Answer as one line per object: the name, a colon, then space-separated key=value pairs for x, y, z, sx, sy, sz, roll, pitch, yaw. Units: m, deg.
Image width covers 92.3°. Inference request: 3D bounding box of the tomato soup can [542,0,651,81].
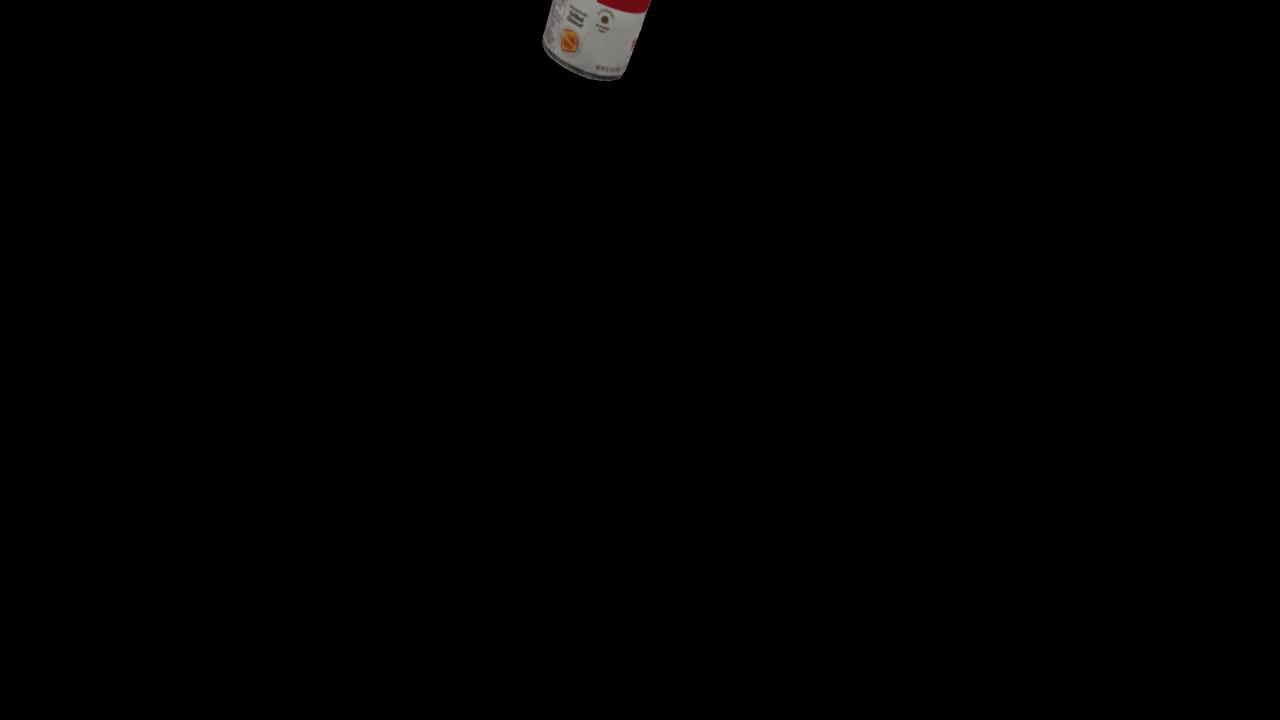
tomato soup can: x=-0.025 y=-0.259 z=0.431 sx=0.068 sy=0.068 sz=0.101 roll=0 pitch=-39 yaw=-29
